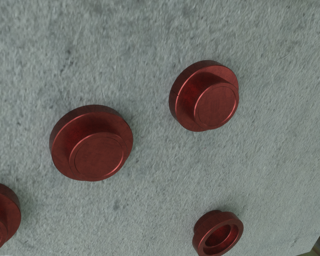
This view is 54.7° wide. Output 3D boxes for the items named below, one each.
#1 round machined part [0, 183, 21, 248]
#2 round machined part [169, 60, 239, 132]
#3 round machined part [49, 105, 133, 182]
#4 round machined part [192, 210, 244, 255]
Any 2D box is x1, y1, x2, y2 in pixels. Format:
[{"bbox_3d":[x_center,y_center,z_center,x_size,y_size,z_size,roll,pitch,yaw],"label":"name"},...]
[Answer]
[{"bbox_3d":[-0.210,0.110,0.349,0.099,0.042,0.097,-14,125,-21],"label":"round machined part"},{"bbox_3d":[0.065,-0.037,0.410,0.099,0.042,0.097,-14,125,-21],"label":"round machined part"},{"bbox_3d":[-0.078,0.025,0.370,0.099,0.042,0.097,-14,125,-21],"label":"round machined part"},{"bbox_3d":[0.102,0.191,0.573,0.099,0.042,0.097,-14,125,-21],"label":"round machined part"}]
